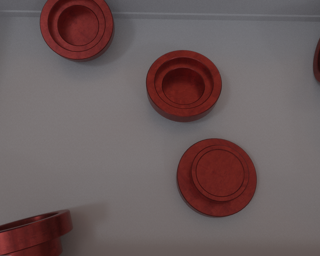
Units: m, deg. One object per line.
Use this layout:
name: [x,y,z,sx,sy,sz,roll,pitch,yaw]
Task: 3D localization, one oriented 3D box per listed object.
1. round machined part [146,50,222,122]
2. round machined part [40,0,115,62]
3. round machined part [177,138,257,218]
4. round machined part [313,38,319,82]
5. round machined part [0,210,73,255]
round machined part: [0.031,-0.053,0.420,0.099,0.042,0.098,0,70,-1]
round machined part: [-0.114,-0.142,0.440,0.099,0.042,0.097,0,92,-3]
round machined part: [0.070,0.059,0.380,0.099,0.042,0.098,0,70,-1]
round machined part: [0.250,-0.104,0.412,0.042,0.098,0.098,11,70,0]
round machined part: [-0.142,0.121,0.327,0.099,0.098,0.042,-13,84,-5]
